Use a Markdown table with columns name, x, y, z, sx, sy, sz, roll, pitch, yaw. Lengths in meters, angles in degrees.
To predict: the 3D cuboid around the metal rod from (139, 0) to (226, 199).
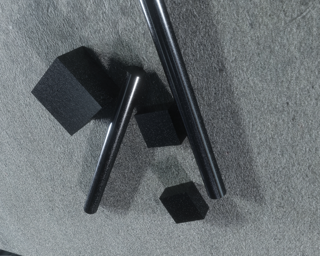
| name | x | y | z | sx | sy | sz | roll | pitch | yaw |
| --- | --- | --- | --- | --- | --- | --- | --- | --- | --- |
| metal rod | 0.027 | -0.041 | 0.365 | 0.025 | 0.025 | 0.298 | -8 | 115 | 31 |

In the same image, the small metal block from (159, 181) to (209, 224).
| name | x | y | z | sx | sy | sz | roll | pitch | yaw |
| --- | --- | --- | --- | --- | --- | --- | --- | --- | --- |
| small metal block | 0.036 | 0.110 | 0.455 | 0.050 | 0.025 | 0.050 | -23 | 107 | 36 |

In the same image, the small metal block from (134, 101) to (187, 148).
| name | x | y | z | sx | sy | sz | roll | pitch | yaw |
| --- | --- | --- | --- | --- | --- | --- | --- | --- | --- |
| small metal block | 0.001 | -0.003 | 0.403 | 0.050 | 0.025 | 0.050 | -8 | 115 | 31 |

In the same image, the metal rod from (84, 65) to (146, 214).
| name | x | y | z | sx | sy | sz | roll | pitch | yaw |
| --- | --- | --- | --- | --- | --- | --- | --- | --- | --- |
| metal rod | -0.077 | 0.038 | 0.468 | 0.025 | 0.025 | 0.298 | 31 | 128 | 8 |

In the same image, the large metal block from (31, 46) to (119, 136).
| name | x | y | z | sx | sy | sz | roll | pitch | yaw |
| --- | --- | --- | --- | --- | --- | --- | --- | --- | --- |
| large metal block | -0.112 | -0.049 | 0.418 | 0.080 | 0.050 | 0.080 | 49 | 128 | -7 |
